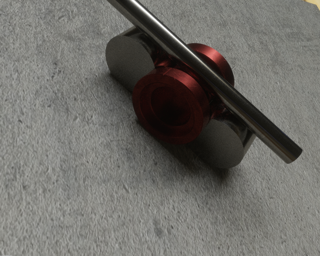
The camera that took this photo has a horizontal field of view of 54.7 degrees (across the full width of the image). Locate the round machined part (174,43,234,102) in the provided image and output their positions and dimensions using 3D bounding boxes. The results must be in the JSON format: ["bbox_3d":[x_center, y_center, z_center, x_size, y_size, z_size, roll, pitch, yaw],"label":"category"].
[{"bbox_3d":[0.047,-0.062,0.424,0.098,0.098,0.042,43,55,1],"label":"round machined part"}]

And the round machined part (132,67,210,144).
[{"bbox_3d":[0.017,-0.031,0.387,0.098,0.097,0.042,43,47,1],"label":"round machined part"}]

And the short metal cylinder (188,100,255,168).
[{"bbox_3d":[0.082,0.007,0.412,0.080,0.080,0.050,43,51,1],"label":"short metal cylinder"}]

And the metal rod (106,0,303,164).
[{"bbox_3d":[0.050,-0.067,0.373,0.300,0.025,0.025,42,51,0],"label":"metal rod"}]

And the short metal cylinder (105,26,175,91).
[{"bbox_3d":[-0.025,-0.094,0.415,0.080,0.080,0.050,43,51,1],"label":"short metal cylinder"}]
